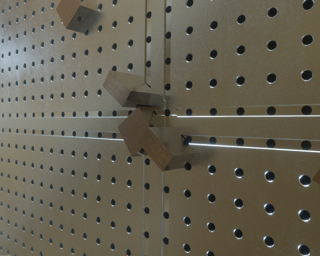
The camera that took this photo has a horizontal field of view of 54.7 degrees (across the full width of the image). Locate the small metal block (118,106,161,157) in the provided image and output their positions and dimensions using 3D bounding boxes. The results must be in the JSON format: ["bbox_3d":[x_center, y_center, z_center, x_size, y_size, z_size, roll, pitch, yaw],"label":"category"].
[{"bbox_3d":[-0.026,0.005,0.428,0.050,0.025,0.050,-42,65,32],"label":"small metal block"}]

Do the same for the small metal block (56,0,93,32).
[{"bbox_3d":[-0.147,-0.202,0.527,0.050,0.025,0.050,-44,64,31],"label":"small metal block"}]

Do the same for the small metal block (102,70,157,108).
[{"bbox_3d":[-0.041,-0.052,0.425,0.050,0.050,0.025,45,117,30],"label":"small metal block"}]

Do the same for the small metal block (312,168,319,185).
[{"bbox_3d":[0.172,0.038,0.267,0.050,0.025,0.050,37,112,33],"label":"small metal block"}]

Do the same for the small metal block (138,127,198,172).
[{"bbox_3d":[0.010,0.024,0.383,0.050,0.050,0.025,48,118,29],"label":"small metal block"}]
